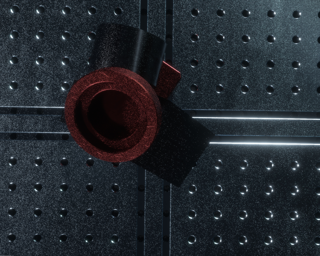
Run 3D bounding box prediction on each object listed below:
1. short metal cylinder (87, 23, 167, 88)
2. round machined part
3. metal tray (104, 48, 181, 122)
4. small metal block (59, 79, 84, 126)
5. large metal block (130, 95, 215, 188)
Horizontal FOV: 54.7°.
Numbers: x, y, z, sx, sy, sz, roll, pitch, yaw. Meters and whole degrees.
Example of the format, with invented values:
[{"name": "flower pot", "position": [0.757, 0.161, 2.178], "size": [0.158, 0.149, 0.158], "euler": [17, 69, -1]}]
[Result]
[{"name": "short metal cylinder", "position": [-0.037, -0.080, 0.355], "size": [0.080, 0.080, 0.050], "euler": [13, 90, -1]}, {"name": "round machined part", "position": [-0.046, -0.016, 0.330], "size": [0.098, 0.042, 0.097], "euler": [4, 110, 10]}, {"name": "metal tray", "position": [-0.044, -0.040, 0.411], "size": [0.090, 0.030, 0.130], "euler": [35, 90, -1]}, {"name": "small metal block", "position": [-0.091, -0.027, 0.368], "size": [0.025, 0.050, 0.050], "euler": [19, 90, 0]}, {"name": "large metal block", "position": [0.007, 0.015, 0.383], "size": [0.080, 0.050, 0.080], "euler": [34, 90, -31]}]
